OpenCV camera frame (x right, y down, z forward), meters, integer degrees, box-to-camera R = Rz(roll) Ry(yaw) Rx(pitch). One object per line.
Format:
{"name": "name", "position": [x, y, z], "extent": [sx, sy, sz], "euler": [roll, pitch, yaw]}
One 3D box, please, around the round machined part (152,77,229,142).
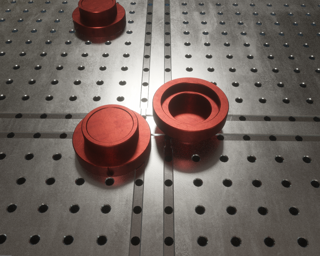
{"name": "round machined part", "position": [0.039, -0.020, 0.414], "extent": [0.099, 0.042, 0.098], "euler": [0, 50, 0]}

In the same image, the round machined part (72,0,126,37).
{"name": "round machined part", "position": [-0.114, -0.214, 0.575], "extent": [0.099, 0.042, 0.098], "euler": [0, 50, 0]}

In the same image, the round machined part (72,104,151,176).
{"name": "round machined part", "position": [-0.060, 0.008, 0.389], "extent": [0.099, 0.042, 0.098], "euler": [0, 50, 0]}
